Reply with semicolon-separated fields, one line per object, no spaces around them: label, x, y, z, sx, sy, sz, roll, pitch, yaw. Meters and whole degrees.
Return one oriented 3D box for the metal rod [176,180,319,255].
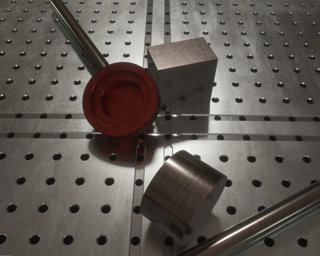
metal rod;0.065;0.117;0.309;0.302;0.025;0.025;-21;53;-17

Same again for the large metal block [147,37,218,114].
large metal block;0.028;-0.073;0.434;0.081;0.080;0.050;-13;52;-11

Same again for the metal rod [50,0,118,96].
metal rod;-0.128;-0.143;0.526;0.025;0.025;0.300;-24;54;-19

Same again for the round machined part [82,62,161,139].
round machined part;-0.047;-0.033;0.406;0.098;0.042;0.098;-2;78;10

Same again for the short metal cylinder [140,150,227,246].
short metal cylinder;0.025;0.069;0.314;0.050;0.080;0.080;32;57;23
